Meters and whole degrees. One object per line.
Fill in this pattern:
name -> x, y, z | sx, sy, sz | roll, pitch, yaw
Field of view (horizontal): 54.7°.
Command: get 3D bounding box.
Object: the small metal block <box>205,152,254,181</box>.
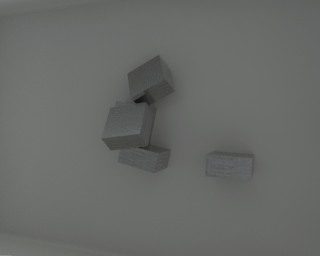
small metal block -> 0.084, 0.044, 0.367 | 0.050, 0.050, 0.025 | 4, 91, 19

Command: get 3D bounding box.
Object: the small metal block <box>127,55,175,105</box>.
small metal block -> -0.012, -0.060, 0.401 | 0.050, 0.025, 0.050 | -27, 46, 17

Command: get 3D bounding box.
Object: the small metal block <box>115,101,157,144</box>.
small metal block -> -0.037, -0.007, 0.422 | 0.050, 0.025, 0.050 | 13, 94, 19

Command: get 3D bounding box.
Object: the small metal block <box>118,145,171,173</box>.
small metal block -> -0.019, 0.036, 0.403 | 0.050, 0.050, 0.025 | 14, 95, 19

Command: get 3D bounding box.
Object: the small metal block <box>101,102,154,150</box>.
small metal block -> -0.039, -0.002, 0.383 | 0.050, 0.025, 0.050 | -7, 49, 19
